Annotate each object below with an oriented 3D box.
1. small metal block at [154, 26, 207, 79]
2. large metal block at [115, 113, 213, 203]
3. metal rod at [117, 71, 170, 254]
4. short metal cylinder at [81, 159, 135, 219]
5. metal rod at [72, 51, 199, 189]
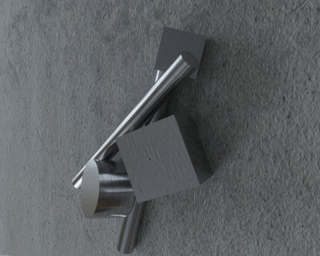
[{"bbox_3d":[0.024,-0.089,0.371,0.050,0.025,0.050,13,100,-1],"label":"small metal block"},{"bbox_3d":[0.005,0.034,0.366,0.080,0.050,0.080,-22,85,25],"label":"large metal block"},{"bbox_3d":[-0.016,0.032,0.419,0.025,0.025,0.298,22,104,38],"label":"metal rod"},{"bbox_3d":[-0.075,0.085,0.435,0.080,0.050,0.080,-20,66,57],"label":"short metal cylinder"},{"bbox_3d":[-0.051,0.008,0.426,0.298,0.025,0.025,-45,63,38],"label":"metal rod"}]
